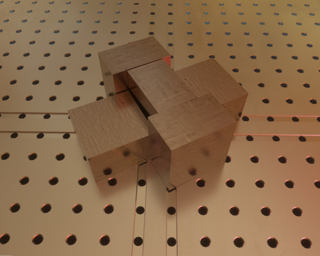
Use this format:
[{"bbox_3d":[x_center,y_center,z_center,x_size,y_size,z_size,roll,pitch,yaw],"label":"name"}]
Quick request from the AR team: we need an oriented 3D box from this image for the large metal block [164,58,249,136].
[{"bbox_3d":[0.059,-0.042,0.427,0.081,0.050,0.080,-23,56,-18],"label":"large metal block"}]

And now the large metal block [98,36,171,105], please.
[{"bbox_3d":[-0.033,-0.070,0.430,0.081,0.080,0.050,-22,53,-18],"label":"large metal block"}]

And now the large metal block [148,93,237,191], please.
[{"bbox_3d":[0.034,0.016,0.358,0.081,0.080,0.050,-22,54,-19],"label":"large metal block"}]

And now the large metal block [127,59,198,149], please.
[{"bbox_3d":[0.001,-0.027,0.395,0.050,0.080,0.080,-23,54,-18],"label":"large metal block"}]

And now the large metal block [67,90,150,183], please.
[{"bbox_3d":[-0.059,0.008,0.386,0.081,0.050,0.080,-21,53,-17],"label":"large metal block"}]
